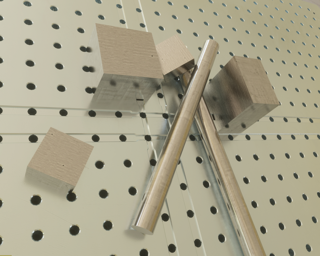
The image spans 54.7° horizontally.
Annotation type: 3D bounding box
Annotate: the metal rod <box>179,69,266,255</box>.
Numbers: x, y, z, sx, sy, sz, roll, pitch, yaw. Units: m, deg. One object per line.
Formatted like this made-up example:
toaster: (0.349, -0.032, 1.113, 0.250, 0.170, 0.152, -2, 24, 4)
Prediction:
metal rod: (0.078, 0.035, 0.428, 0.025, 0.025, 0.299, -3, 63, -30)

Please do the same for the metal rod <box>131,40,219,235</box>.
metal rod: (0.031, -0.010, 0.408, 0.025, 0.025, 0.300, 29, 59, -10)

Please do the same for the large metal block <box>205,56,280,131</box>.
large metal block: (0.120, -0.049, 0.467, 0.050, 0.080, 0.080, 1, 62, -28)

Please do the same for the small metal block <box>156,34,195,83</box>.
small metal block: (0.017, -0.104, 0.463, 0.050, 0.025, 0.050, -30, 70, -3)

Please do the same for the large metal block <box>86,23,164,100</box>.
large metal block: (-0.049, -0.088, 0.419, 0.081, 0.050, 0.080, 1, 62, -28)

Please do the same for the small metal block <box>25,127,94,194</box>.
small metal block: (-0.106, 0.034, 0.330, 0.050, 0.025, 0.050, 26, 52, -12)
